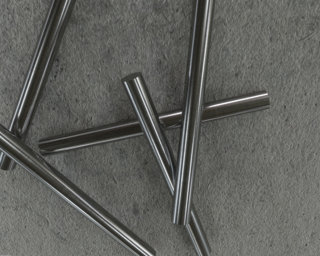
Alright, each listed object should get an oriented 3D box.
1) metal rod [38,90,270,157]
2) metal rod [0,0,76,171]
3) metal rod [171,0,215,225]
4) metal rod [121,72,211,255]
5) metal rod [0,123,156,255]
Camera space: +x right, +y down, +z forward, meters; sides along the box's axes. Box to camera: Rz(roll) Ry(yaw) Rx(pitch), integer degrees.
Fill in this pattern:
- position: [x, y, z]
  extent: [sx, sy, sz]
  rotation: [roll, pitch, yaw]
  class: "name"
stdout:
- position: [-0.011, -0.005, 0.407]
  extent: [0.301, 0.025, 0.025]
  rotation: [-12, 110, 4]
  class: "metal rod"
- position: [-0.147, -0.075, 0.380]
  extent: [0.025, 0.025, 0.298]
  rotation: [24, 108, -9]
  class: "metal rod"
- position: [0.040, -0.026, 0.375]
  extent: [0.025, 0.025, 0.298]
  rotation: [5, 101, -2]
  class: "metal rod"
- position: [0.017, 0.067, 0.416]
  extent: [0.025, 0.025, 0.299]
  rotation: [-19, 116, 7]
  class: "metal rod"
- position: [-0.112, 0.100, 0.430]
  extent: [0.025, 0.025, 0.300]
  rotation: [-39, 112, 13]
  class: "metal rod"
